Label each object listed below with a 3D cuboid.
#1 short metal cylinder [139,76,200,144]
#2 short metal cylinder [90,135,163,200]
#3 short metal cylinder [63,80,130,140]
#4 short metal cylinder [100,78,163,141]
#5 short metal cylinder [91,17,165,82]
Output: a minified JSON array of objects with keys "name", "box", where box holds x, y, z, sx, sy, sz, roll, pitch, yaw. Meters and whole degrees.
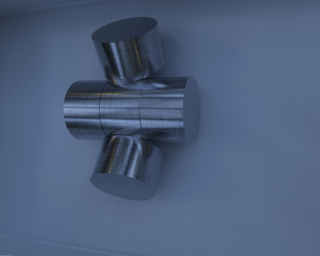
[{"name":"short metal cylinder","box":[0.015,-0.022,0.374,0.050,0.080,0.080,1,91,20]},{"name":"short metal cylinder","box":[-0.040,0.051,0.386,0.080,0.080,0.050,0,56,20]},{"name":"short metal cylinder","box":[-0.081,-0.023,0.408,0.050,0.080,0.080,1,91,20]},{"name":"short metal cylinder","box":[-0.033,-0.023,0.391,0.050,0.080,0.080,1,91,20]},{"name":"short metal cylinder","box":[-0.038,-0.099,0.385,0.080,0.080,0.050,2,129,20]}]
